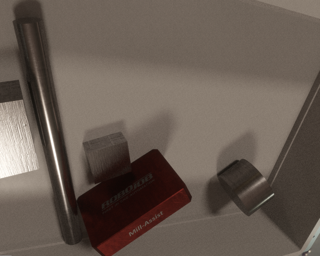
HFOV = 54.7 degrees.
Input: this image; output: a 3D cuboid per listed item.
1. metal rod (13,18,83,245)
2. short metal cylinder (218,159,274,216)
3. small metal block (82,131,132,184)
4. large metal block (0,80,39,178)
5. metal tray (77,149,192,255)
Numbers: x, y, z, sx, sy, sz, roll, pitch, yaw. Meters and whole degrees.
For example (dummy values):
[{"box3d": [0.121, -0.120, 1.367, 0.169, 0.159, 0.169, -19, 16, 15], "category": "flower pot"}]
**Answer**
[{"box3d": [-0.122, 0.029, 0.360, 0.025, 0.025, 0.298, -14, 124, -21], "category": "metal rod"}, {"box3d": [0.141, 0.098, 0.514, 0.050, 0.080, 0.080, -35, 129, -5], "category": "short metal cylinder"}, {"box3d": [-0.067, 0.038, 0.397, 0.050, 0.025, 0.050, -17, 126, -19], "category": "small metal block"}, {"box3d": [-0.171, 0.005, 0.302, 0.081, 0.050, 0.079, -13, 124, -22], "category": "large metal block"}, {"box3d": [-0.036, 0.093, 0.405, 0.131, 0.090, 0.030, -32, 129, -8], "category": "metal tray"}]
